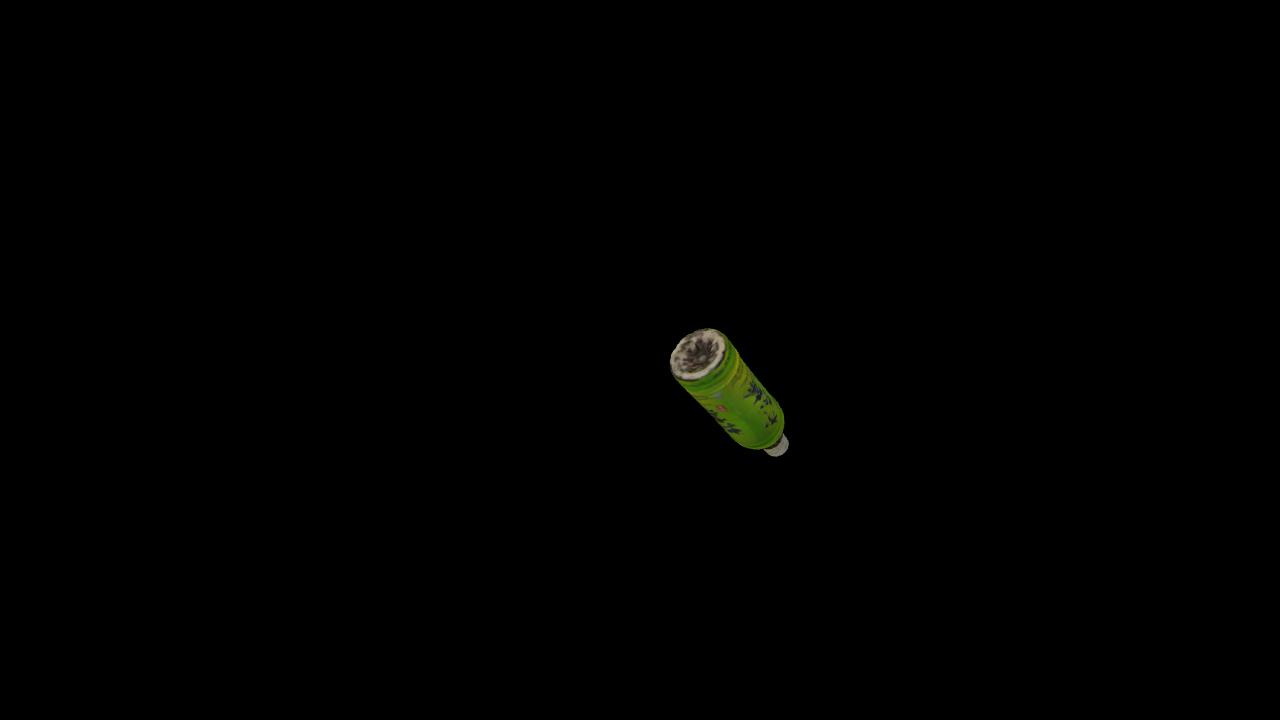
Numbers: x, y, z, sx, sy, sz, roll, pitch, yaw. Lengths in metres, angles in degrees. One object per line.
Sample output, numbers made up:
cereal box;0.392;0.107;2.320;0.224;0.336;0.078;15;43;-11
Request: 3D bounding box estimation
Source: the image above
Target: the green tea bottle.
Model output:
green tea bottle;0.114;0.049;0.696;0.073;0.073;0.212;0;-31;40
